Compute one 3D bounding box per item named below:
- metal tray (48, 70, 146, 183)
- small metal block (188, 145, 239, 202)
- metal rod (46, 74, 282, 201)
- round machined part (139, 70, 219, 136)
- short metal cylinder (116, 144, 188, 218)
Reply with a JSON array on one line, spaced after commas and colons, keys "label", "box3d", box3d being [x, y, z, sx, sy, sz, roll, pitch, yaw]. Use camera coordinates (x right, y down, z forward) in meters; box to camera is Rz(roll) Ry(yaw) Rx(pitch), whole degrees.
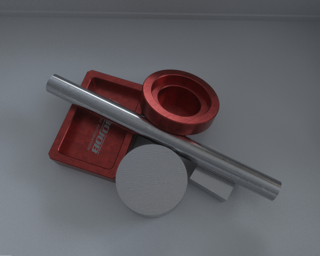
[{"label": "metal tray", "box3d": [-0.074, -0.004, 0.405, 0.090, 0.030, 0.130, 18, 71, 6]}, {"label": "small metal block", "box3d": [0.070, 0.057, 0.388, 0.050, 0.025, 0.050, 30, 72, 10]}, {"label": "metal rod", "box3d": [-0.001, 0.008, 0.374, 0.301, 0.025, 0.025, 26, 72, 6]}, {"label": "round machined part", "box3d": [0.022, -0.028, 0.396, 0.099, 0.042, 0.098, 9, 47, -10]}, {"label": "short metal cylinder", "box3d": [-0.009, 0.065, 0.370, 0.081, 0.050, 0.080, 0, 70, 0]}]
